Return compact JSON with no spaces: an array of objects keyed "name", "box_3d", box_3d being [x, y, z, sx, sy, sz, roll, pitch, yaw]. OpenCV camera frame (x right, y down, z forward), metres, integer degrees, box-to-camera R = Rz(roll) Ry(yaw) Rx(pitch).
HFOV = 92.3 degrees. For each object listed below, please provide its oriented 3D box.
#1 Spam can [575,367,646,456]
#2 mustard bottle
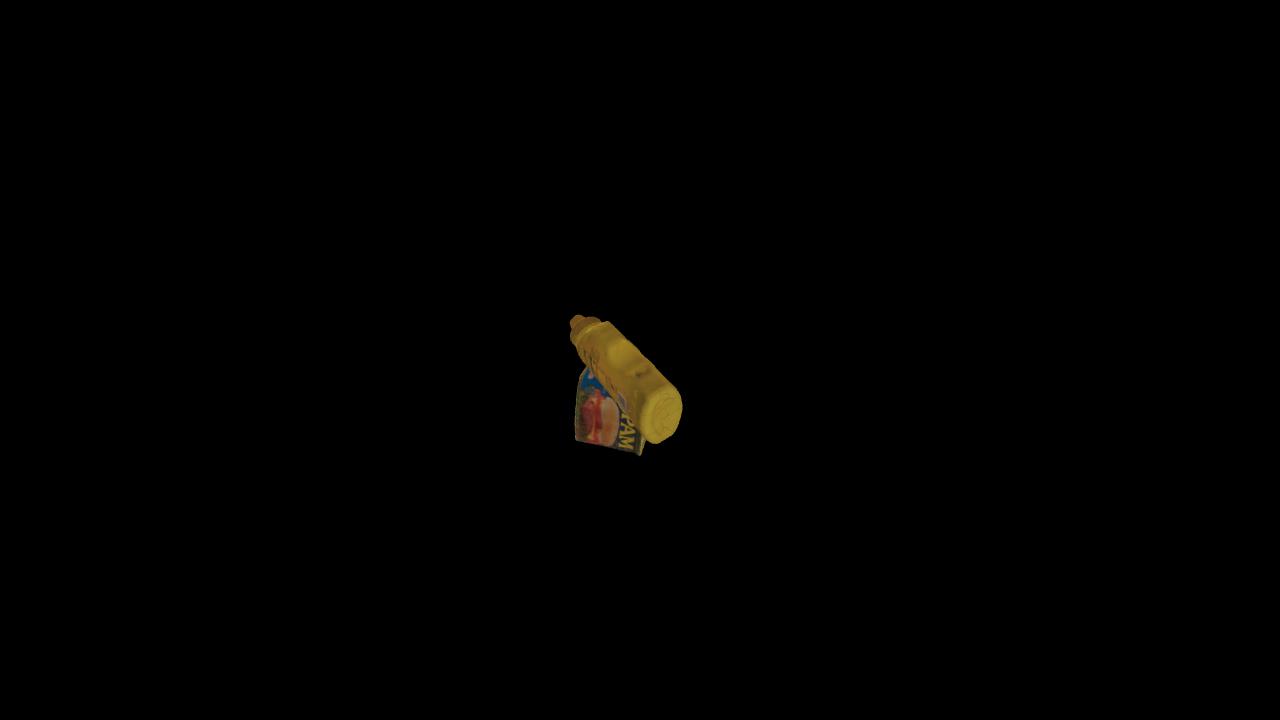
[{"name":"Spam can","box_3d":[-0.031,0.059,0.747,0.085,0.101,0.058,11,32,7]},{"name":"mustard bottle","box_3d":[-0.027,0.006,0.690,0.054,0.092,0.184,-34,53,-14]}]
